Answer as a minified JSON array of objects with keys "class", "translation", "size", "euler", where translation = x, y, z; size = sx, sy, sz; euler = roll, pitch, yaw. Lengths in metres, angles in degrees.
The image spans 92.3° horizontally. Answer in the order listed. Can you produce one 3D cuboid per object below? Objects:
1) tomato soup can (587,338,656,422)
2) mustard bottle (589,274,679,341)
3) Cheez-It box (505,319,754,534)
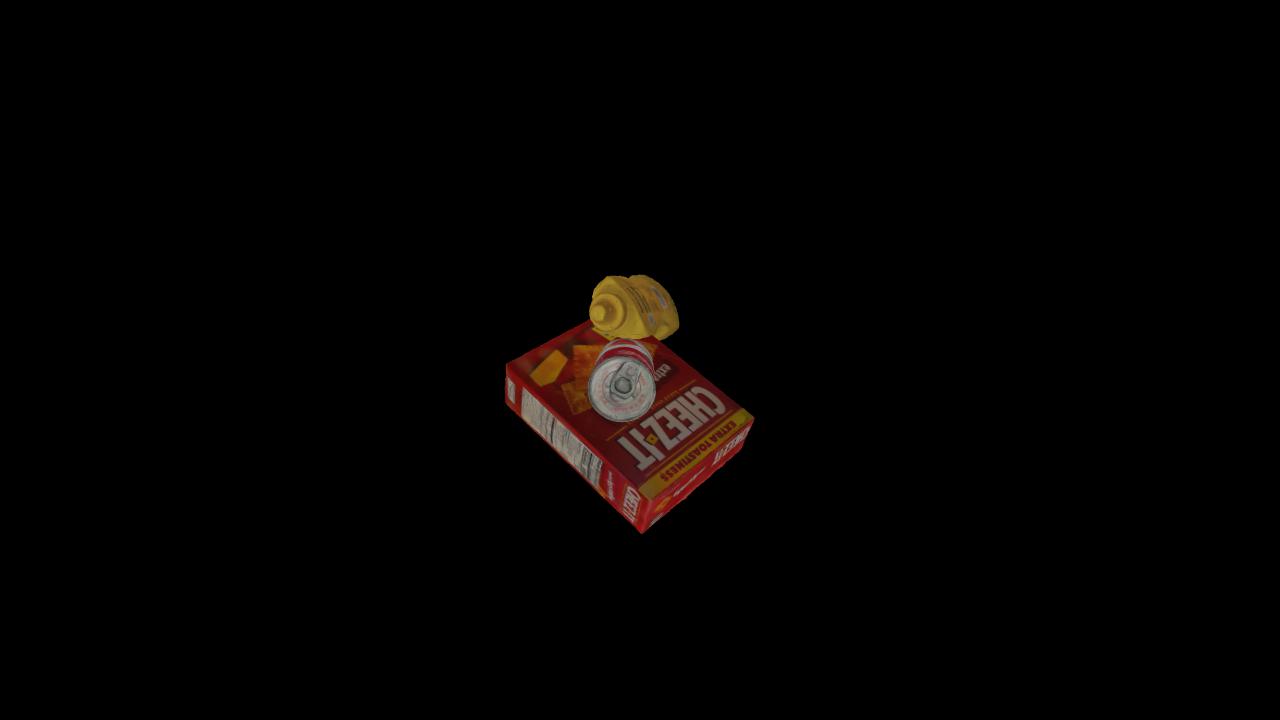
[{"class":"tomato soup can","translation":[-0.018,0.018,0.648],"size":[0.068,0.068,0.101],"euler":[0,12,0]},{"class":"mustard bottle","translation":[-0.012,-0.060,0.732],"size":[0.054,0.092,0.184],"euler":[-29,-4,22]},{"class":"Cheez-It box","translation":[-0.015,0.053,0.667],"size":[0.166,0.071,0.223],"euler":[-32,59,-34]}]
